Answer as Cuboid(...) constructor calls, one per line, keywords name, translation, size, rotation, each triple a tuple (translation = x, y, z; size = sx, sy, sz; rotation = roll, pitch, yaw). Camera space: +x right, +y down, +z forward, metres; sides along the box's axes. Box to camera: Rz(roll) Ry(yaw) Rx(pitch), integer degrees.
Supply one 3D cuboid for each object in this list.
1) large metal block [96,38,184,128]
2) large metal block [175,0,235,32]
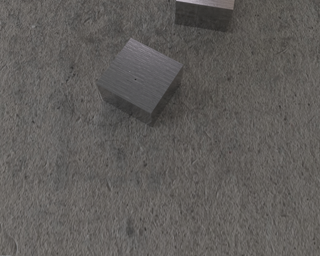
Cuboid(name="large metal block", translation=(-0.025, -0.060, 0.417), size=(0.080, 0.050, 0.080), rotation=(29, 73, 10))
Cuboid(name="large metal block", translation=(0.070, -0.199, 0.468), size=(0.080, 0.050, 0.080), rotation=(11, 70, 4))
